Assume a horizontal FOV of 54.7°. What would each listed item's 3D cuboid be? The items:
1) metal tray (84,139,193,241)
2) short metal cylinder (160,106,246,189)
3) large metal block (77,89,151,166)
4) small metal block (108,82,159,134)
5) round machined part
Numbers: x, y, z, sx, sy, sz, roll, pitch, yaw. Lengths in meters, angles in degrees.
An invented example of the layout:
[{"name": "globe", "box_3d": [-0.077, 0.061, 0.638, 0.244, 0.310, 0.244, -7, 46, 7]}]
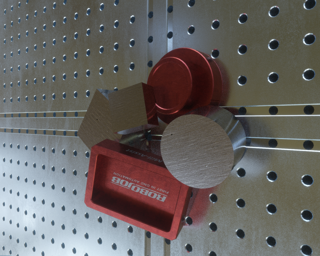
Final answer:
[{"name": "metal tray", "box_3d": [-0.028, 0.075, 0.392, 0.130, 0.030, 0.089, 17, 109, 16]}, {"name": "short metal cylinder", "box_3d": [0.048, 0.019, 0.339, 0.080, 0.050, 0.079, 8, 108, 27]}, {"name": "large metal block", "box_3d": [-0.065, 0.000, 0.447, 0.080, 0.050, 0.080, 43, 116, 31]}, {"name": "small metal block", "box_3d": [-0.033, -0.022, 0.376, 0.050, 0.025, 0.050, -14, 78, 28]}, {"name": "round machined part", "box_3d": [0.022, -0.050, 0.380, 0.098, 0.042, 0.097, 0, 90, 40]}]
